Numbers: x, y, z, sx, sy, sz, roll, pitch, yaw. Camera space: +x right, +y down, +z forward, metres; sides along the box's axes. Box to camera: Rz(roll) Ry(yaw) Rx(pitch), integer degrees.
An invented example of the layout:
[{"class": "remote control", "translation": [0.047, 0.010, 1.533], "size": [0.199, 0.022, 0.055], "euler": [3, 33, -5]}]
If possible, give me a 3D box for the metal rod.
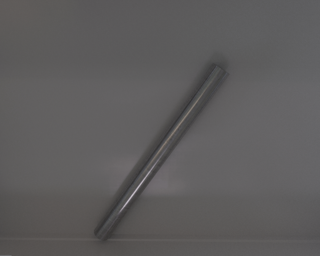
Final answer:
[{"class": "metal rod", "translation": [-0.006, 0.043, 0.427], "size": [0.025, 0.025, 0.299], "euler": [32, 107, -11]}]
